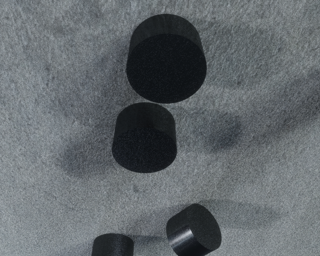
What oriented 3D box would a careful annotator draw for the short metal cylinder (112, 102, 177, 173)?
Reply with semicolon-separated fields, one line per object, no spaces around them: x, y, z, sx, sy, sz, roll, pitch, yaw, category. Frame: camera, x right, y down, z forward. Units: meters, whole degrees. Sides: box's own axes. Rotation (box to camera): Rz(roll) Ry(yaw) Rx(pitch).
-0.019;0.013;0.402;0.081;0.050;0.079;0;130;0;short metal cylinder

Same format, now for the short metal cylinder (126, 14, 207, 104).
0.006;-0.073;0.329;0.081;0.050;0.079;0;130;0;short metal cylinder

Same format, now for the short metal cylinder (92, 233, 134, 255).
-0.092;0.249;0.601;0.081;0.050;0.079;0;130;0;short metal cylinder

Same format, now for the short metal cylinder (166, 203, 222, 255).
0.057;0.175;0.522;0.080;0.080;0.050;33;123;-25;short metal cylinder
